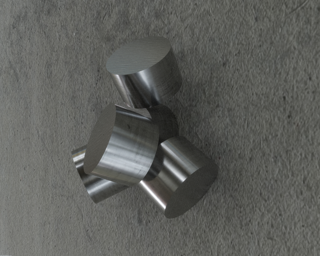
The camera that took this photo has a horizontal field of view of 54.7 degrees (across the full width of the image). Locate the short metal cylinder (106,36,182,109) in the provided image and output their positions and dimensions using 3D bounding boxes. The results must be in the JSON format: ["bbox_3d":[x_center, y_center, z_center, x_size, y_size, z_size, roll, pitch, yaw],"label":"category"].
[{"bbox_3d":[-0.018,-0.069,0.378,0.080,0.080,0.050,18,145,38],"label":"short metal cylinder"}]

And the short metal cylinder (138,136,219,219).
[{"bbox_3d":[0.020,0.056,0.354,0.050,0.081,0.080,42,115,32],"label":"short metal cylinder"}]

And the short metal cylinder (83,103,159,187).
[{"bbox_3d":[-0.044,0.019,0.339,0.080,0.050,0.080,-45,33,41],"label":"short metal cylinder"}]

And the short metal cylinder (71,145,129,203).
[{"bbox_3d":[-0.082,0.058,0.431,0.080,0.050,0.080,61,169,22],"label":"short metal cylinder"}]

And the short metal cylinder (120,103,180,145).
[{"bbox_3d":[-0.022,0.006,0.408,0.080,0.050,0.080,0,89,39],"label":"short metal cylinder"}]
